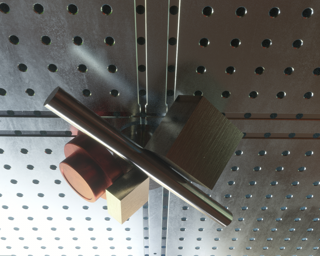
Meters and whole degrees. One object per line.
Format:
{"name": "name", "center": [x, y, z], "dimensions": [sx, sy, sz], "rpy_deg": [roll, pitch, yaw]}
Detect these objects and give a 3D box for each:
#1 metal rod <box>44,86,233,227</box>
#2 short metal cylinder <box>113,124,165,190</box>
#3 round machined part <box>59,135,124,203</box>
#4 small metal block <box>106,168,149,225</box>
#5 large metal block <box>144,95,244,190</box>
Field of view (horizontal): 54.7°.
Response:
{"name": "metal rod", "center": [-0.006, 0.050, 0.384], "dimensions": [0.025, 0.025, 0.301], "rpy_deg": [-36, 122, 26]}
{"name": "short metal cylinder", "center": [-0.024, 0.041, 0.425], "dimensions": [0.081, 0.050, 0.079], "rpy_deg": [0, 130, 0]}
{"name": "round machined part", "center": [-0.095, 0.060, 0.412], "dimensions": [0.098, 0.042, 0.097], "rpy_deg": [28, 141, 26]}
{"name": "small metal block", "center": [-0.040, 0.086, 0.395], "dimensions": [0.025, 0.050, 0.050], "rpy_deg": [31, 137, 28]}
{"name": "large metal block", "center": [0.042, 0.016, 0.376], "dimensions": [0.080, 0.050, 0.080], "rpy_deg": [39, 77, -28]}
